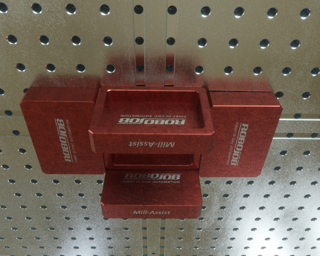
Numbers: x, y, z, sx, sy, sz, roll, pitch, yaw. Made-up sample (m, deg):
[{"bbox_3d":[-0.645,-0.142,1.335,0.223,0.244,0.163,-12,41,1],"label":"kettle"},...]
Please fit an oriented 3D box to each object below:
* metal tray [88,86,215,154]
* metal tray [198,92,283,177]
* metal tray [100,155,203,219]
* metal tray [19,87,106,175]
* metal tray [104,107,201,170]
[{"bbox_3d":[-0.009,-0.012,0.359,0.131,0.090,0.030,1,130,-1],"label":"metal tray"},{"bbox_3d":[0.101,0.013,0.419,0.091,0.030,0.129,0,130,-2],"label":"metal tray"},{"bbox_3d":[-0.011,0.080,0.435,0.131,0.090,0.030,1,130,-1],"label":"metal tray"},{"bbox_3d":[-0.121,0.008,0.413,0.091,0.030,0.129,1,130,-1],"label":"metal tray"},{"bbox_3d":[-0.010,0.016,0.419,0.131,0.030,0.089,0,130,-1],"label":"metal tray"}]
